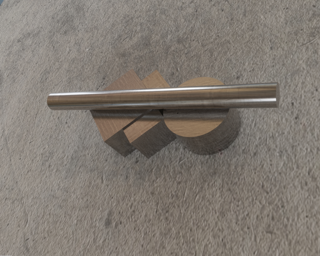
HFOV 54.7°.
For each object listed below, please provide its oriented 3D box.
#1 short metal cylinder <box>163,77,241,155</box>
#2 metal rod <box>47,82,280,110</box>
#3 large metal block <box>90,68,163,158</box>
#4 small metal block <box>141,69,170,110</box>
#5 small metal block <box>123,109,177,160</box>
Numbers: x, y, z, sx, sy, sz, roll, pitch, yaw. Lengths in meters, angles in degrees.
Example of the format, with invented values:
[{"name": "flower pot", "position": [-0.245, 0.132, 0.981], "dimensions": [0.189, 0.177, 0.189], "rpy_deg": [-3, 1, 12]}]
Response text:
[{"name": "short metal cylinder", "position": [0.051, -0.014, 0.370], "dimensions": [0.080, 0.050, 0.080], "rpy_deg": [-13, 56, 21]}, {"name": "metal rod", "position": [-0.019, -0.035, 0.370], "dimensions": [0.300, 0.025, 0.025], "rpy_deg": [1, 62, 28]}, {"name": "large metal block", "position": [-0.043, -0.021, 0.423], "dimensions": [0.080, 0.050, 0.080], "rpy_deg": [-36, 51, 4]}, {"name": "small metal block", "position": [0.007, -0.042, 0.412], "dimensions": [0.025, 0.050, 0.050], "rpy_deg": [-37, 52, 4]}, {"name": "small metal block", "position": [-0.010, 0.007, 0.392], "dimensions": [0.050, 0.050, 0.025], "rpy_deg": [-36, 52, 4]}]
